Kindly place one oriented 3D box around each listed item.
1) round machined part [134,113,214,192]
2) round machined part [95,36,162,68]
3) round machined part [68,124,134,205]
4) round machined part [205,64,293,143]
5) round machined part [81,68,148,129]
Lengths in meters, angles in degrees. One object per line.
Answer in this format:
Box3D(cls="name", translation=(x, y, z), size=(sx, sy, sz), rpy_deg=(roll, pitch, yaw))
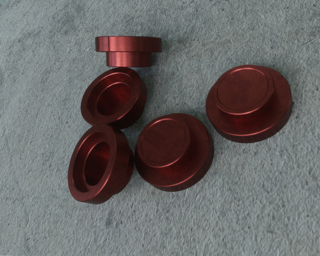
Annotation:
Box3D(cls="round machined part", translation=(0.012, 0.023, 0.373), size=(0.098, 0.042, 0.098), rpy_deg=(-13, 56, 21))
Box3D(cls="round machined part", translation=(-0.046, -0.113, 0.464), size=(0.098, 0.099, 0.042), rpy_deg=(9, 106, 32))
Box3D(cls="round machined part", translation=(-0.070, 0.047, 0.389), size=(0.098, 0.042, 0.098), rpy_deg=(-23, 56, 38))
Box3D(cls="round machined part", translation=(0.100, -0.035, 0.362), size=(0.098, 0.042, 0.098), rpy_deg=(-13, 56, 21))
Box3D(cls="round machined part", translation=(-0.061, -0.037, 0.448), size=(0.098, 0.042, 0.098), rpy_deg=(-13, 56, 21))
